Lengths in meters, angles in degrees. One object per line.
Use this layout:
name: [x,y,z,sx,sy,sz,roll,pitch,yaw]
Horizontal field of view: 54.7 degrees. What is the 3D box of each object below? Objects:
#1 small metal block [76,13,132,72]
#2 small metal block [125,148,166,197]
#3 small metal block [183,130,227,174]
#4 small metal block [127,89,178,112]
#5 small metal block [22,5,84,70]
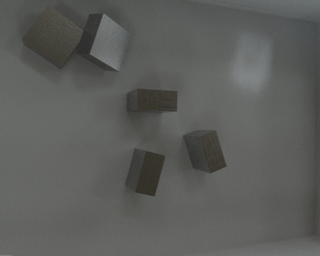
small metal block: [-0.066,-0.102,0.373,0.050,0.025,0.050,25,80,-52]
small metal block: [-0.020,0.054,0.390,0.025,0.050,0.050,17,85,-19]
small metal block: [0.060,0.030,0.419,0.025,0.050,0.050,-20,97,-19]
small metal block: [-0.011,-0.033,0.393,0.050,0.050,0.025,1,90,-20]
small metal block: [-0.124,-0.105,0.365,0.050,0.025,0.050,35,79,-17]
